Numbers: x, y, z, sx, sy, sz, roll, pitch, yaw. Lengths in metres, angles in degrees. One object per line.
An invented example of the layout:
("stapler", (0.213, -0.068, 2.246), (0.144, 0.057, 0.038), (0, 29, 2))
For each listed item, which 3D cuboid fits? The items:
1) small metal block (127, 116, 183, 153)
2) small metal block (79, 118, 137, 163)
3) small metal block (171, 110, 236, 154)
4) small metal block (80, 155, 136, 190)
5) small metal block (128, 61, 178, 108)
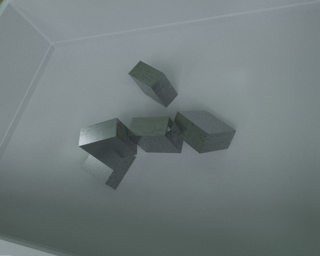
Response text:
("small metal block", (-0.004, 0.009, 0.385), (0.050, 0.050, 0.025), (-1, 62, 27))
("small metal block", (-0.062, 0.016, 0.379), (0.050, 0.050, 0.025), (-15, 56, 19))
("small metal block", (0.050, 0.003, 0.358), (0.050, 0.050, 0.025), (40, 121, 38))
("small metal block", (-0.069, 0.046, 0.412), (0.050, 0.025, 0.050), (22, 73, 35))
("small metal block", (-0.009, -0.061, 0.430), (0.025, 0.050, 0.050), (-50, 52, -6))
